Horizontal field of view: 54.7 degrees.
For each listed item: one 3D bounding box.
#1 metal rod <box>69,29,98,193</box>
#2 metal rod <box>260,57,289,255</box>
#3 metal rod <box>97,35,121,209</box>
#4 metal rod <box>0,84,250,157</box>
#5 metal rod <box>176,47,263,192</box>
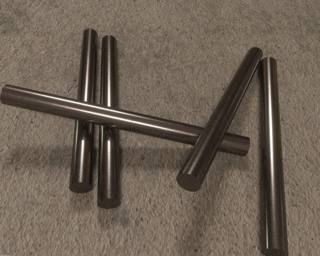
[{"bbox_3d":[-0.105,-0.047,0.441,0.025,0.025,0.300,-5,50,-4],"label":"metal rod"},{"bbox_3d":[0.142,0.010,0.396,0.025,0.025,0.300,9,50,7],"label":"metal rod"},{"bbox_3d":[-0.070,-0.033,0.429,0.025,0.025,0.300,-4,50,-4],"label":"metal rod"},{"bbox_3d":[-0.040,-0.009,0.380,0.302,0.025,0.025,12,51,-2],"label":"metal rod"},{"bbox_3d":[0.092,-0.034,0.403,0.025,0.025,0.301,21,44,16],"label":"metal rod"}]
